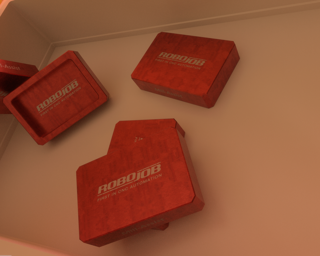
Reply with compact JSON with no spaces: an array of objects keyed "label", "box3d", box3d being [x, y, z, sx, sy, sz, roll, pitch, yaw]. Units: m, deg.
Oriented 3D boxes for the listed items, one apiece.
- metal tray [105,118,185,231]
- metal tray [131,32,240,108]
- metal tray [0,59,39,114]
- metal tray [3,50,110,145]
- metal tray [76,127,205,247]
[{"label":"metal tray","box3d":[-0.025,0.053,0.382,0.090,0.030,0.130,-2,61,27]},{"label":"metal tray","box3d":[0.033,-0.086,0.437,0.130,0.030,0.090,20,72,35]},{"label":"metal tray","box3d":[-0.254,-0.061,0.465,0.090,0.131,0.030,-43,73,22]},{"label":"metal tray","box3d":[-0.156,-0.046,0.472,0.130,0.090,0.030,-34,12,5]},{"label":"metal tray","box3d":[-0.027,0.064,0.337,0.130,0.030,0.090,-24,53,13]}]
